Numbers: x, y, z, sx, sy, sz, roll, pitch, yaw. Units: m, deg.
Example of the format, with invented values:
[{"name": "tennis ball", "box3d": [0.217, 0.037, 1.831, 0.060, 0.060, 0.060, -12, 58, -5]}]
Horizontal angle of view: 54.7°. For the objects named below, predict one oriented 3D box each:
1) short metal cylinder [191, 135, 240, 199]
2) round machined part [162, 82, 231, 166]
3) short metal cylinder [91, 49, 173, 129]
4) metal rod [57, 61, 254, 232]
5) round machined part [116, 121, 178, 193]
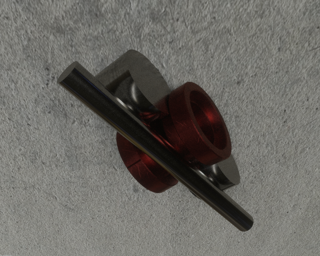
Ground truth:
[{"name": "short metal cylinder", "box3d": [0.064, 0.049, 0.415, 0.050, 0.080, 0.080, -32, 124, 24]}, {"name": "round machined part", "box3d": [0.040, -0.001, 0.361, 0.042, 0.098, 0.098, -29, 125, 28]}, {"name": "short metal cylinder", "box3d": [-0.028, -0.038, 0.339, 0.050, 0.080, 0.080, -32, 124, 24]}, {"name": "metal rod", "box3d": [0.017, 0.039, 0.338, 0.025, 0.025, 0.300, -33, 124, 24]}, {"name": "round machined part", "box3d": [-0.005, 0.027, 0.382, 0.042, 0.098, 0.098, -34, 123, 20]}]
